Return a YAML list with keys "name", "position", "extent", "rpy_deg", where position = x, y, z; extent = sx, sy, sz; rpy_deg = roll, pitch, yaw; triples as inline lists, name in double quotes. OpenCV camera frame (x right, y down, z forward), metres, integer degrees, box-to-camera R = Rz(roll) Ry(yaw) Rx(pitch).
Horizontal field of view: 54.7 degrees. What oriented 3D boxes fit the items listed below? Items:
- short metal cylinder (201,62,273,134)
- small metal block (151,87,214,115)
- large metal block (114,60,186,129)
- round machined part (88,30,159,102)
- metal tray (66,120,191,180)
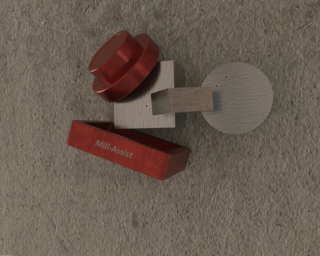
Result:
- name: "short metal cylinder"
  position: [0.091, -0.033, 0.366]
  extent: [0.080, 0.050, 0.080]
  rpy_deg: [0, 90, 20]
- name: "small metal block"
  position: [0.023, -0.029, 0.340]
  extent: [0.050, 0.050, 0.025]
  rpy_deg: [-5, 91, -22]
- name: "large metal block"
  position: [-0.012, -0.040, 0.402]
  extent: [0.080, 0.050, 0.080]
  rpy_deg: [-2, 90, 20]
- name: "round machined part"
  position: [-0.051, -0.083, 0.389]
  extent: [0.098, 0.098, 0.042]
  rpy_deg: [-38, 122, 16]
- name: "metal tray"
  position: [-0.036, 0.023, 0.388]
  extent: [0.130, 0.090, 0.030]
  rpy_deg: [18, 96, 19]
